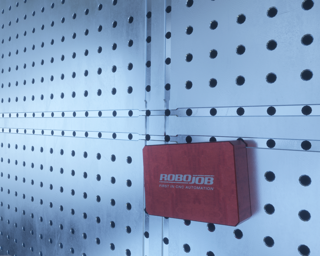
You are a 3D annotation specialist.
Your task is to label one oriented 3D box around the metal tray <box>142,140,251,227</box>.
[{"bbox_3d":[0.039,0.063,0.373,0.130,0.030,0.089,-6,86,39],"label":"metal tray"}]
